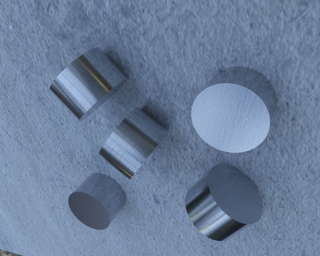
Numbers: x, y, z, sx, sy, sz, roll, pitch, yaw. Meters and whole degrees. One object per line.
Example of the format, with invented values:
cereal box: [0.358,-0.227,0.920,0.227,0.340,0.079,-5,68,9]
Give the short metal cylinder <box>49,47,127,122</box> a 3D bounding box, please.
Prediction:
short metal cylinder: [-0.087,-0.053,0.382,0.050,0.080,0.080,48,129,-6]

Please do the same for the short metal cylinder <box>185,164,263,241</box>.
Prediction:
short metal cylinder: [0.079,0.092,0.386,0.080,0.080,0.050,39,129,1]

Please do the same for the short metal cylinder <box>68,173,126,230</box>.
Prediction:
short metal cylinder: [-0.105,0.123,0.520,0.080,0.050,0.079,13,124,20]

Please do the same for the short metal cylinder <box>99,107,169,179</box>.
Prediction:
short metal cylinder: [-0.033,0.020,0.399,0.050,0.080,0.080,39,129,2]

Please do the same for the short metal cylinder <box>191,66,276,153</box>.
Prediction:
short metal cylinder: [0.080,-0.020,0.335,0.080,0.050,0.079,13,124,20]
